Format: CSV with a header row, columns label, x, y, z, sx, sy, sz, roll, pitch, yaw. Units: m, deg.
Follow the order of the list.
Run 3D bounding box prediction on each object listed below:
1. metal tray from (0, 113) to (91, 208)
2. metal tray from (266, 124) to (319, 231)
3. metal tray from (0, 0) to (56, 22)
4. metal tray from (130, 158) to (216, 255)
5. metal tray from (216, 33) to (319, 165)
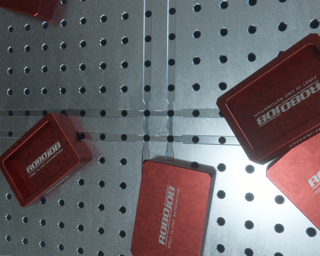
label,x,y,z,sx,sy,sz,roll,pitch,yaw
metal tray,-0.179,0.049,0.473,0.130,0.030,0.090,-38,78,16
metal tray,0.196,0.038,0.341,0.130,0.030,0.090,-46,76,14
metal tray,-0.198,-0.241,0.481,0.090,0.030,0.129,20,97,19
metal tray,0.017,0.111,0.404,0.090,0.030,0.129,10,93,19
metal tray,0.139,-0.029,0.342,0.130,0.030,0.090,-36,60,20
